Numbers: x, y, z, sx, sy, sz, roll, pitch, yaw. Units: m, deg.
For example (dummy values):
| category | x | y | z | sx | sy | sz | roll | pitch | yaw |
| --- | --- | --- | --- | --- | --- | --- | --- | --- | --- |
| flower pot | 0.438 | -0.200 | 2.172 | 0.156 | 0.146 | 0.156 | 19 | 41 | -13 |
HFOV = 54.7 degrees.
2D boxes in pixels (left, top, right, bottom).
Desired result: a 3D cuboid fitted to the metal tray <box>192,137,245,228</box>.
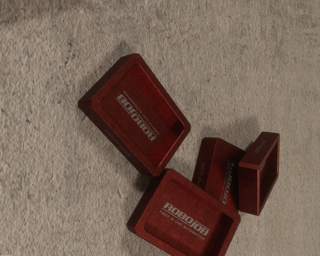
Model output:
| category | x | y | z | sx | sy | sz | roll | pitch | yaw |
| --- | --- | --- | --- | --- | --- | --- | --- | --- | --- |
| metal tray | 0.091 | 0.088 | 0.481 | 0.090 | 0.030 | 0.130 | 25 | 74 | -38 |

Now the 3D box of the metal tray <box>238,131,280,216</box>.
| category | x | y | z | sx | sy | sz | roll | pitch | yaw |
| --- | --- | --- | --- | --- | --- | --- | --- | --- | --- |
| metal tray | 0.167 | 0.071 | 0.513 | 0.131 | 0.030 | 0.089 | -34 | 124 | -50 |

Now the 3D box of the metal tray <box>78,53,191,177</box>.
| category | x | y | z | sx | sy | sz | roll | pitch | yaw |
| --- | --- | --- | --- | --- | --- | --- | --- | --- | --- |
| metal tray | -0.024 | -0.014 | 0.382 | 0.130 | 0.030 | 0.090 | 52 | 60 | -28 |

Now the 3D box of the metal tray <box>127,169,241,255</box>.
| category | x | y | z | sx | sy | sz | roll | pitch | yaw |
| --- | --- | --- | --- | --- | --- | --- | --- | --- | --- |
| metal tray | 0.035 | 0.123 | 0.404 | 0.130 | 0.030 | 0.090 | 36 | 71 | -16 |
